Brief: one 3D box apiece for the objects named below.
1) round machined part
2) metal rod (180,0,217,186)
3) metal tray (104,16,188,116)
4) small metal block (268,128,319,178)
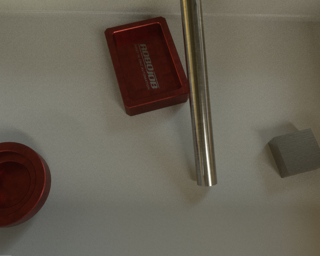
[{"bbox_3d":[-0.181,0.069,0.373,0.099,0.042,0.098,0,70,-1],"label":"round machined part"},{"bbox_3d":[0.044,-0.078,0.374,0.025,0.025,0.298,-6,95,-3],"label":"metal rod"},{"bbox_3d":[-0.019,-0.089,0.439,0.091,0.030,0.130,-15,71,-6],"label":"metal tray"},{"bbox_3d":[0.176,0.033,0.400,0.050,0.025,0.050,-13,71,-5],"label":"small metal block"}]
